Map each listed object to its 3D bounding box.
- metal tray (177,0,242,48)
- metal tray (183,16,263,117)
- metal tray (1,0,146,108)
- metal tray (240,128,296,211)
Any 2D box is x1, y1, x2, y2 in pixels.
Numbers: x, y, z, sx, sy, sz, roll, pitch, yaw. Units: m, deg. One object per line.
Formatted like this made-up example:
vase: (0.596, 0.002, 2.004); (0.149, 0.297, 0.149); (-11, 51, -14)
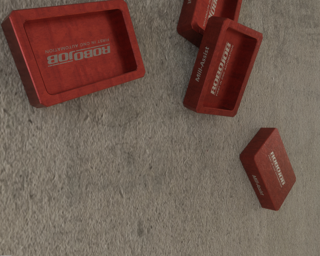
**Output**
metal tray: (0.080, -0.184, 0.467); (0.090, 0.030, 0.130); (23, 75, -38)
metal tray: (0.092, -0.084, 0.448); (0.091, 0.030, 0.129); (4, 108, -40)
metal tray: (-0.084, -0.082, 0.330); (0.131, 0.030, 0.089); (-25, 106, -37)
metal tray: (0.202, 0.075, 0.570); (0.090, 0.030, 0.130); (-43, 116, -31)
